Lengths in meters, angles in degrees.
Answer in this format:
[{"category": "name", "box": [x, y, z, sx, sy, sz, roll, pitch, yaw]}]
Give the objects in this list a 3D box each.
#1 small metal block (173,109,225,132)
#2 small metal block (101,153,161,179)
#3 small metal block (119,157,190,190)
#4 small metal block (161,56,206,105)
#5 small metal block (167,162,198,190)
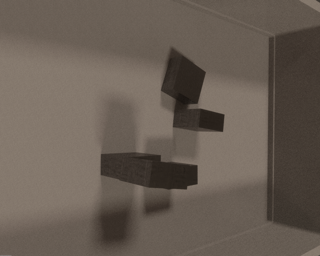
[{"category": "small metal block", "box": [0.055, -0.010, 0.439, 0.050, 0.050, 0.025, 10, 84, -40]}, {"category": "small metal block", "box": [-0.035, 0.044, 0.363, 0.050, 0.050, 0.025, 1, 90, -40]}, {"category": "small metal block", "box": [-0.006, 0.047, 0.322, 0.050, 0.050, 0.025, 12, 83, -40]}, {"category": "small metal block", "box": [0.034, -0.066, 0.437, 0.050, 0.025, 0.050, 26, 74, -37]}, {"category": "small metal block", "box": [0.013, 0.061, 0.404, 0.050, 0.050, 0.025, -1, 91, -40]}]
